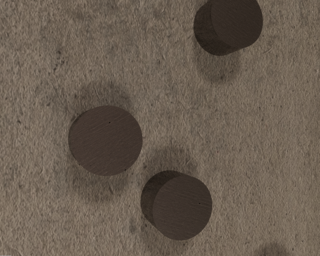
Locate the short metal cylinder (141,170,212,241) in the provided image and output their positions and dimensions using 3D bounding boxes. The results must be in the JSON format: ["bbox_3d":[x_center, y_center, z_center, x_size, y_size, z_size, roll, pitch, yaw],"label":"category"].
[{"bbox_3d":[0.020,0.098,0.405,0.081,0.050,0.079,0,90,-21],"label":"short metal cylinder"}]

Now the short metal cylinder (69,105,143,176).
[{"bbox_3d":[-0.067,0.014,0.372,0.081,0.050,0.079,0,90,-20],"label":"short metal cylinder"}]

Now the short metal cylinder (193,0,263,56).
[{"bbox_3d":[0.094,-0.146,0.432,0.081,0.050,0.079,0,90,-21],"label":"short metal cylinder"}]
